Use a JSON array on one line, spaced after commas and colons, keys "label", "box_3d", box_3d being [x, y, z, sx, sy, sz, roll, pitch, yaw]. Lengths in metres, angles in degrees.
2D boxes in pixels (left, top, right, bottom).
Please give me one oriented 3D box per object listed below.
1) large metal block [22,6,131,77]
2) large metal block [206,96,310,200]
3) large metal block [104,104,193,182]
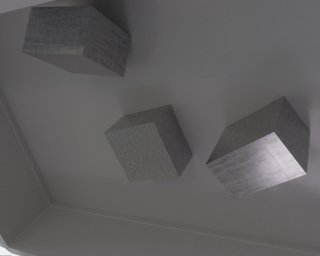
[{"label": "large metal block", "box_3d": [-0.091, -0.096, 0.353, 0.080, 0.080, 0.050, 9, 87, 24]}, {"label": "large metal block", "box_3d": [0.106, 0.020, 0.330, 0.080, 0.080, 0.050, -33, 100, 38]}, {"label": "large metal block", "box_3d": [-0.014, 0.022, 0.414, 0.080, 0.050, 0.080, -12, 113, 33]}]
